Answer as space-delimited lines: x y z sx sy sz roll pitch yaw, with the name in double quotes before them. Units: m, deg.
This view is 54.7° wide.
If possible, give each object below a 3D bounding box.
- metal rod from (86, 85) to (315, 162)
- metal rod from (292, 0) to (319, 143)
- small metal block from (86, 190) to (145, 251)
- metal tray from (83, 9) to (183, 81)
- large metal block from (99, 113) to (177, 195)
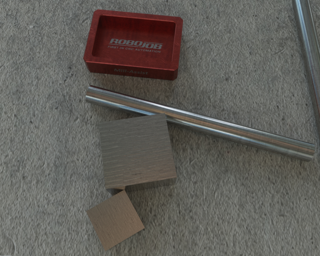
"metal rod" 0.048 -0.007 0.411 0.301 0.025 0.025 15 71 5
"metal rod" 0.221 -0.060 0.432 0.025 0.025 0.299 -1 70 -1
"small metal block" -0.052 0.109 0.368 0.050 0.025 0.050 -28 73 -10
"metal tray" -0.036 -0.121 0.449 0.131 0.030 0.090 6 70 2
"large metal block" -0.027 0.033 0.382 0.081 0.050 0.080 -9 70 -4
